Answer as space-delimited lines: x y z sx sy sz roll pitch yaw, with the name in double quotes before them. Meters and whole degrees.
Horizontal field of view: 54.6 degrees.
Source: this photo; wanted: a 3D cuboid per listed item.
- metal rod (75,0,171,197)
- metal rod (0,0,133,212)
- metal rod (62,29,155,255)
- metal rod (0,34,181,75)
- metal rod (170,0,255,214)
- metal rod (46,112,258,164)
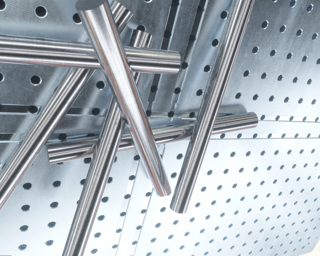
"metal rod" -0.024 -0.002 0.348 0.025 0.025 0.299 -29 140 -10
"metal rod" -0.125 -0.004 0.339 0.025 0.025 0.299 29 102 -38
"metal rod" -0.066 0.036 0.361 0.025 0.025 0.298 13 101 -34
"metal rod" -0.125 -0.069 0.277 0.302 0.025 0.025 0 119 -21
"metal rod" 0.064 -0.024 0.404 0.025 0.025 0.298 6 107 -31
"metal rod" 0.007 0.009 0.419 0.302 0.025 0.025 -9 122 -24
